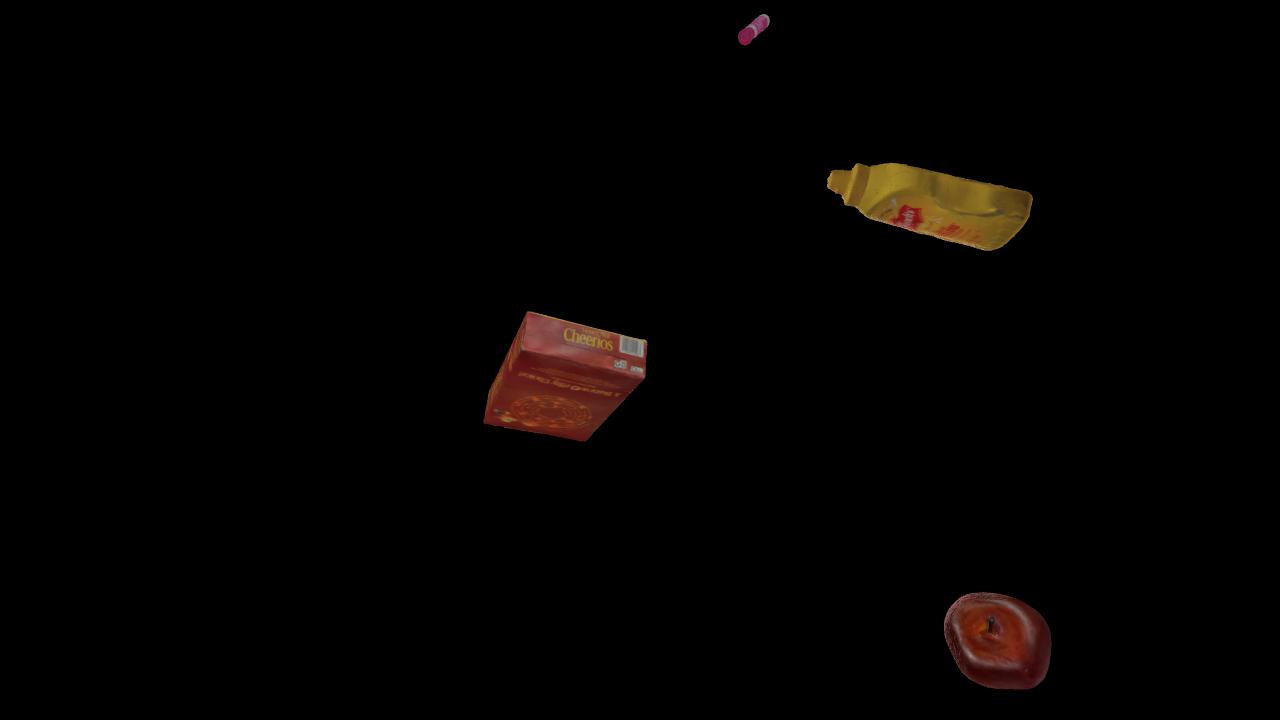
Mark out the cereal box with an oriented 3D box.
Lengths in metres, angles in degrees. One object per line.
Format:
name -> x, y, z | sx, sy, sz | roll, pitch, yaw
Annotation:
cereal box -> -0.138, 0.043, 1.058 | 0.203, 0.081, 0.306 | 13, -31, -18

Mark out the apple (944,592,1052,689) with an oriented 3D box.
apple -> 0.298, 0.233, 0.512 | 0.079, 0.079, 0.093 | 0, -35, 37

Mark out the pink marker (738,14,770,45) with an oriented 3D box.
pink marker -> 0.153, -0.443, 0.823 | 0.020, 0.020, 0.121 | 0, 35, 25

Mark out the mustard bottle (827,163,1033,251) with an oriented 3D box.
mustard bottle -> 0.281, -0.162, 0.624 | 0.184, 0.054, 0.092 | 16, 0, 6
